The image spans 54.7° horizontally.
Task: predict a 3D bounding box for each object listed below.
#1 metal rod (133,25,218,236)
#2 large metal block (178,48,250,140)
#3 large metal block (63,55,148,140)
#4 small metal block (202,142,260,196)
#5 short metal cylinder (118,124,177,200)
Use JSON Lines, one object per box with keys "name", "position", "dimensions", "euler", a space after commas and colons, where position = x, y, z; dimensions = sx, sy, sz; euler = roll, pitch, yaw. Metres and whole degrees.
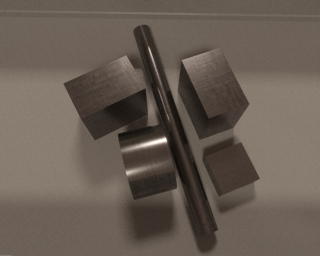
{"name": "metal rod", "position": [0.015, -0.011, 0.413], "dimensions": [0.025, 0.025, 0.299], "euler": [-15, 71, -6]}
{"name": "large metal block", "position": [0.063, -0.040, 0.396], "dimensions": [0.050, 0.080, 0.080], "euler": [-19, 72, -7]}
{"name": "large metal block", "position": [-0.064, -0.035, 0.392], "dimensions": [0.080, 0.080, 0.050], "euler": [-27, 73, -10]}
{"name": "small metal block", "position": [0.089, 0.053, 0.392], "dimensions": [0.050, 0.025, 0.050], "euler": [-20, 72, -8]}
{"name": "short metal cylinder", "position": [-0.015, 0.039, 0.366], "dimensions": [0.050, 0.080, 0.080], "euler": [-14, 71, -5]}
